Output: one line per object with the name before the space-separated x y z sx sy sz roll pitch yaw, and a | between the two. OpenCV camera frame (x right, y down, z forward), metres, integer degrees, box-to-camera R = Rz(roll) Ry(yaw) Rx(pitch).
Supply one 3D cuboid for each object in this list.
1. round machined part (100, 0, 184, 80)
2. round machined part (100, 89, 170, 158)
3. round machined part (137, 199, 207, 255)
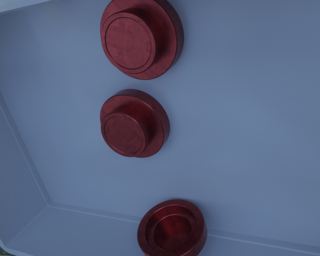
round machined part | -0.026 -0.100 0.349 0.098 0.042 0.097 13 124 20
round machined part | -0.040 0.000 0.417 0.098 0.042 0.097 13 124 20
round machined part | 0.020 0.155 0.447 0.098 0.098 0.042 0 130 28
